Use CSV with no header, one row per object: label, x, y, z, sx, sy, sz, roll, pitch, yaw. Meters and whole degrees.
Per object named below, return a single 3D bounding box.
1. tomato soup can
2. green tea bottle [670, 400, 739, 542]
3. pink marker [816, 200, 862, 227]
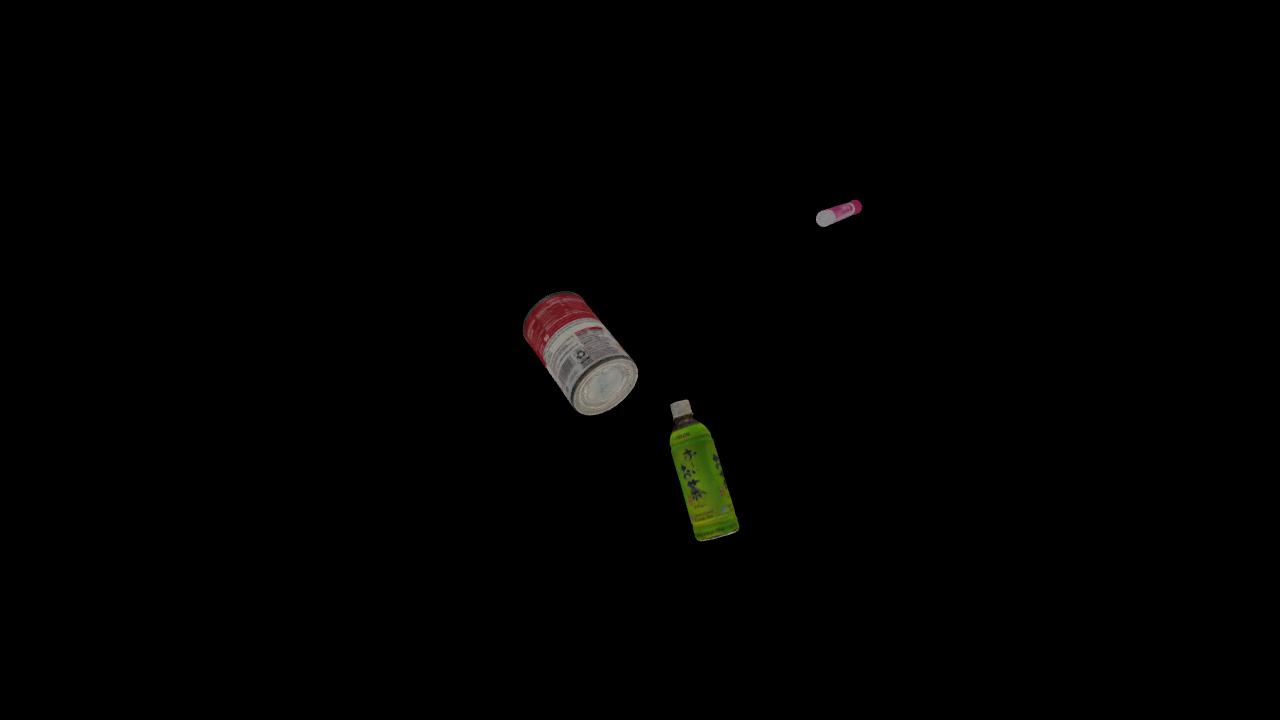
tomato soup can,-0.054,-0.007,0.555,0.068,0.068,0.101,0,38,-42
green tea bottle,0.089,0.165,0.942,0.073,0.212,0.073,-17,-14,-4
pink marker,0.246,-0.181,0.752,0.020,0.020,0.121,0,18,37
